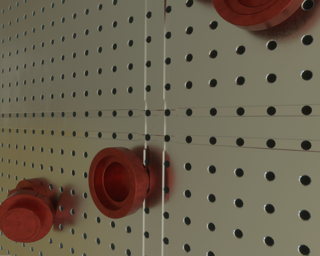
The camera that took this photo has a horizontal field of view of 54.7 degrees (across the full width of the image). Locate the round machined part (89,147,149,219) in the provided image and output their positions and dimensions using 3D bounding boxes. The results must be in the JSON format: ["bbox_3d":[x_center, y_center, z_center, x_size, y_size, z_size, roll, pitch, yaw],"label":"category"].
[{"bbox_3d":[-0.054,0.076,0.441,0.098,0.042,0.097,0,90,39],"label":"round machined part"}]

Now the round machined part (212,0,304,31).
[{"bbox_3d":[0.104,-0.147,0.312,0.098,0.042,0.097,0,90,39],"label":"round machined part"}]

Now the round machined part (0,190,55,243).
[{"bbox_3d":[-0.245,0.166,0.560,0.099,0.042,0.097,-1,103,-4],"label":"round machined part"}]

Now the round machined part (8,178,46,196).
[{"bbox_3d":[-0.269,0.152,0.616,0.098,0.042,0.097,0,90,39],"label":"round machined part"}]
